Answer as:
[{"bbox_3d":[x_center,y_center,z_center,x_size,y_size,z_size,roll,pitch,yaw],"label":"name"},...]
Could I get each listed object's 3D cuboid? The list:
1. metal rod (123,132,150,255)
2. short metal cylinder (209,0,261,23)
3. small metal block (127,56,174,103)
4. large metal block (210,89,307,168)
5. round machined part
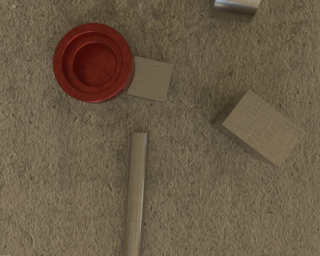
[{"bbox_3d":[-0.036,0.155,0.409,0.025,0.025,0.298,4,90,-1],"label":"metal rod"},{"bbox_3d":[0.094,-0.175,0.384,0.050,0.080,0.080,9,90,0],"label":"short metal cylinder"},{"bbox_3d":[-0.013,-0.063,0.410,0.050,0.025,0.050,12,90,-1],"label":"small metal block"},{"bbox_3d":[0.116,0.000,0.384,0.080,0.080,0.050,37,90,-1],"label":"large metal block"},{"bbox_3d":[-0.081,-0.080,0.397,0.099,0.042,0.097,0,89,6],"label":"round machined part"}]
